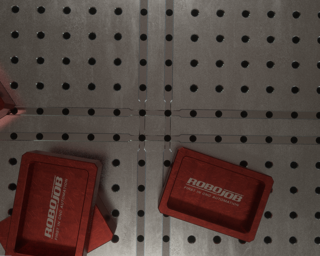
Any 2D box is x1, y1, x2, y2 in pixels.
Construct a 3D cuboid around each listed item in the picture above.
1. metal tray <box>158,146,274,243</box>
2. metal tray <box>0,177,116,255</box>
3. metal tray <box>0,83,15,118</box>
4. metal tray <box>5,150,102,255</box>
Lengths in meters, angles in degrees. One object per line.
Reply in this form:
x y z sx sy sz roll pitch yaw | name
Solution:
0.072 0.086 0.411 0.131 0.030 0.090 19 90 -1 | metal tray
-0.136 0.133 0.409 0.130 0.030 0.090 -29 90 -1 | metal tray
-0.274 -0.030 0.407 0.130 0.030 0.090 -33 90 -1 | metal tray
-0.128 0.098 0.378 0.091 0.030 0.129 10 90 -1 | metal tray
